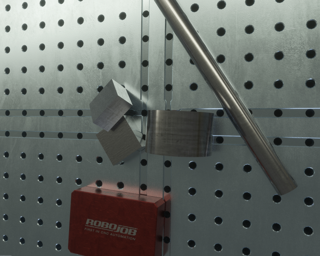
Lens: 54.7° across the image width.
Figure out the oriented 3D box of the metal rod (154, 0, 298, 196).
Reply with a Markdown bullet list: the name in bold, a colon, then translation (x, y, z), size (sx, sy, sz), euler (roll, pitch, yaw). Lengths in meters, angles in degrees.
- **metal rod**: translation (0.074, -0.055, 0.386), size (0.025, 0.025, 0.299), euler (-33, 80, 16)

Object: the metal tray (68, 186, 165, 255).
- **metal tray**: translation (-0.062, 0.136, 0.431), size (0.130, 0.030, 0.089), euler (4, 91, 19)

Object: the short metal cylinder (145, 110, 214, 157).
- **short metal cylinder**: translation (0.023, 0.005, 0.375), size (0.080, 0.080, 0.050), euler (3, 91, 19)

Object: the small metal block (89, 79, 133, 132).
- **small metal block**: translation (-0.068, -0.032, 0.421), size (0.050, 0.025, 0.050), euler (-46, 35, 14)

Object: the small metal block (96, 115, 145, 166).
- **small metal block**: translation (-0.052, 0.017, 0.430), size (0.050, 0.025, 0.050), euler (-34, 79, 16)
